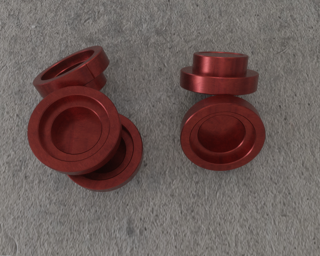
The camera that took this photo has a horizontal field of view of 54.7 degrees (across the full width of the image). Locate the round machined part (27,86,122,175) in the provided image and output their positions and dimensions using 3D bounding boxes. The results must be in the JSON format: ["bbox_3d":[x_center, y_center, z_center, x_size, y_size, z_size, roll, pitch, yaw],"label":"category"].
[{"bbox_3d":[-0.092,0.005,0.351,0.099,0.042,0.098,0,72,-1],"label":"round machined part"}]

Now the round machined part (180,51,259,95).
[{"bbox_3d":[0.075,-0.073,0.395,0.099,0.098,0.042,2,110,1],"label":"round machined part"}]

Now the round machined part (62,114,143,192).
[{"bbox_3d":[-0.070,0.031,0.387,0.099,0.042,0.098,0,70,0],"label":"round machined part"}]

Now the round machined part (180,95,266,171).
[{"bbox_3d":[0.074,0.002,0.379,0.099,0.097,0.042,3,33,1],"label":"round machined part"}]

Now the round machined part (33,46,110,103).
[{"bbox_3d":[-0.109,-0.065,0.404,0.098,0.042,0.098,-19,30,12],"label":"round machined part"}]
